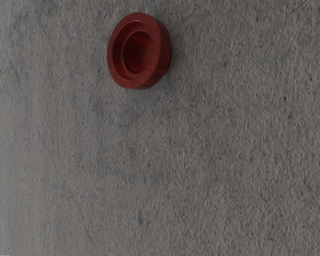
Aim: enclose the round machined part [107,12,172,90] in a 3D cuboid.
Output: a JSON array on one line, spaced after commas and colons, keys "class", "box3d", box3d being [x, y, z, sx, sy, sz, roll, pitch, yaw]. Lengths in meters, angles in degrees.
[{"class": "round machined part", "box3d": [-0.023, -0.099, 0.414, 0.098, 0.042, 0.097, 0, 90, 40]}]
